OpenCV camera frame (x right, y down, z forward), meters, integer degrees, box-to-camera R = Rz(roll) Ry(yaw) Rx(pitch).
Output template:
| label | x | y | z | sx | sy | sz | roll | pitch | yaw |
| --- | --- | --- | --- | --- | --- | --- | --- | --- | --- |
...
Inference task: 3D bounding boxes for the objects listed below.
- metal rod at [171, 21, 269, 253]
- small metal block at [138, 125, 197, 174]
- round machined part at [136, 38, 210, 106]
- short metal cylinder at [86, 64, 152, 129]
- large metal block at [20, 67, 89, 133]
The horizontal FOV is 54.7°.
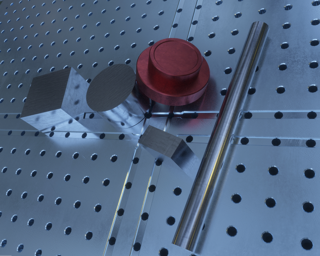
| label | x | y | z | sx | sy | sz | roll | pitch | yaw |
| --- | --- | --- | --- | --- | --- | --- | --- | --- | --- |
| metal rod | 0.079 | -0.006 | 0.369 | 0.025 | 0.025 | 0.300 | 10 | 67 | 32 |
| small metal block | 0.010 | 0.026 | 0.370 | 0.050 | 0.050 | 0.025 | 23 | 74 | 36 |
| round machined part | 0.018 | -0.080 | 0.408 | 0.099 | 0.042 | 0.098 | 4 | 57 | -5 |
| short metal cylinder | -0.058 | -0.045 | 0.448 | 0.080 | 0.050 | 0.080 | -13 | 56 | 21 |
| large metal block | -0.169 | -0.045 | 0.506 | 0.080 | 0.050 | 0.080 | -10 | 57 | 22 |
